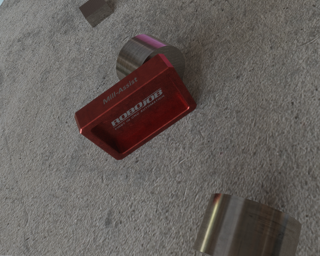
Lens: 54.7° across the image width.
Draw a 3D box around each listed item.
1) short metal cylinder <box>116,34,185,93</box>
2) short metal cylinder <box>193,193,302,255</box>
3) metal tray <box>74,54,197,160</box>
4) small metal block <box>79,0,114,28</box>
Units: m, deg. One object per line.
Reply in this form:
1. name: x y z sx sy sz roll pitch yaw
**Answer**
1. short metal cylinder: -0.012 -0.082 0.425 0.080 0.080 0.050 -48 51 -5
2. short metal cylinder: 0.075 0.096 0.270 0.080 0.080 0.050 10 67 32
3. metal tray: -0.027 -0.022 0.389 0.130 0.090 0.030 -35 51 5
4. small metal block: -0.127 -0.233 0.614 0.050 0.025 0.050 -36 51 4
